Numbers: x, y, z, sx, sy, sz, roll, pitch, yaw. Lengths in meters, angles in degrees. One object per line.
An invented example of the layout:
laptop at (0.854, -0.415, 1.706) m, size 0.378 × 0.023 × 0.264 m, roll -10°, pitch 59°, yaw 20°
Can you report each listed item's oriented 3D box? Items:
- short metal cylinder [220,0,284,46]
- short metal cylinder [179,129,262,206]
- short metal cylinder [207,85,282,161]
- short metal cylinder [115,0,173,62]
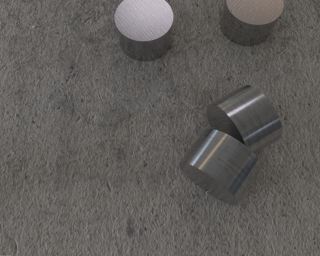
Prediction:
short metal cylinder at (0.133, -0.169, 0.457) m, size 0.081 × 0.050 × 0.080 m, roll 0°, pitch 70°, yaw 0°
short metal cylinder at (0.069, 0.046, 0.362) m, size 0.080 × 0.080 × 0.050 m, roll 35°, pitch 74°, yaw 12°
short metal cylinder at (0.101, -0.006, 0.382) m, size 0.050 × 0.080 × 0.080 m, roll -30°, pitch 73°, yaw -10°
short metal cylinder at (-0.022, -0.144, 0.447) m, size 0.081 × 0.050 × 0.080 m, roll 0°, pitch 70°, yaw 0°
